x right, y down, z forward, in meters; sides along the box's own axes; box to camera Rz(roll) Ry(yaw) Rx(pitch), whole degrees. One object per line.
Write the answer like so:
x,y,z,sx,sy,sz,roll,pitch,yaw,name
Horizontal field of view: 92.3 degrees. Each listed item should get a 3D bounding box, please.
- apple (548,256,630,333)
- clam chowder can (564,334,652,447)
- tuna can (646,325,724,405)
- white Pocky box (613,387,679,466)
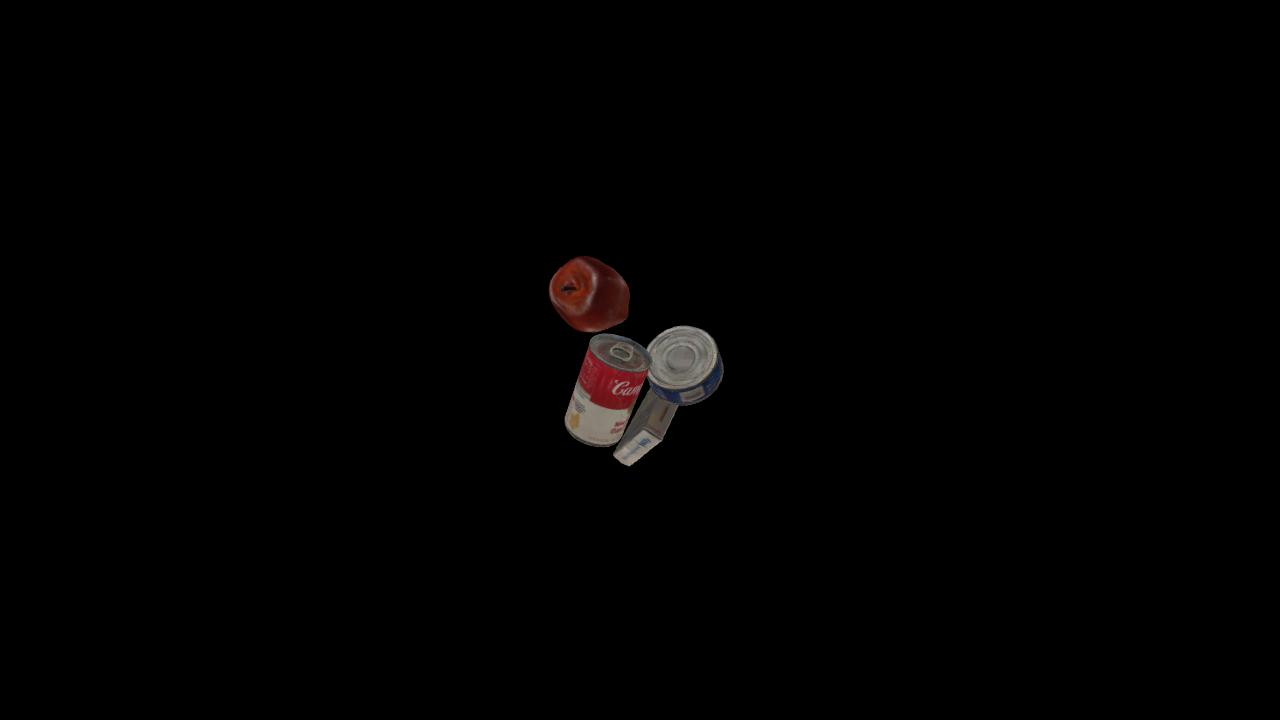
-0.052,-0.066,0.638,0.079,0.079,0.093,0,-8,29,apple
-0.035,0.033,0.647,0.068,0.102,0.068,17,28,-9,clam chowder can
0.046,0.005,0.662,0.084,0.084,0.034,0,-31,17,tuna can
0.025,0.047,0.726,0.028,0.154,0.084,35,-40,-6,white Pocky box
